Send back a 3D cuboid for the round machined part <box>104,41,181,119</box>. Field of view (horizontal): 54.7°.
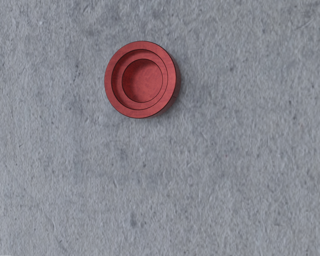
[{"bbox_3d":[-0.019,-0.060,0.406,0.098,0.042,0.097,0,90,19],"label":"round machined part"}]
